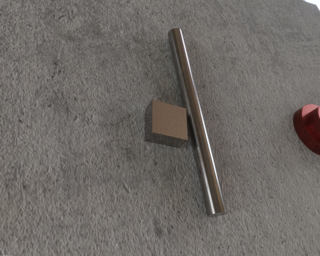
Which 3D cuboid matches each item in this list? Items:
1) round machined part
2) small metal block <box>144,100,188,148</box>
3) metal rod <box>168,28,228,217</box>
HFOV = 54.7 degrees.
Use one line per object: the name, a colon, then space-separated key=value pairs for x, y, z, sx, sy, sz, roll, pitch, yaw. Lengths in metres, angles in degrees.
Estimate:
round machined part: x=0.293 y=-0.002 z=0.556 sx=0.099 sy=0.042 sz=0.098 roll=14 pitch=56 yaw=-21
small metal block: x=0.008 y=-0.005 z=0.413 sx=0.050 sy=0.025 sz=0.050 roll=13 pitch=56 yaw=-21
metal rod: x=0.048 y=-0.025 z=0.446 sx=0.025 sy=0.025 sz=0.299 roll=5 pitch=60 yaw=-26
